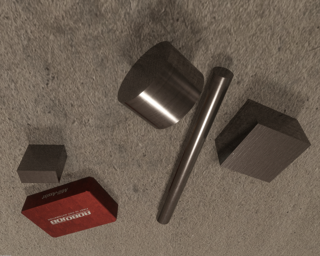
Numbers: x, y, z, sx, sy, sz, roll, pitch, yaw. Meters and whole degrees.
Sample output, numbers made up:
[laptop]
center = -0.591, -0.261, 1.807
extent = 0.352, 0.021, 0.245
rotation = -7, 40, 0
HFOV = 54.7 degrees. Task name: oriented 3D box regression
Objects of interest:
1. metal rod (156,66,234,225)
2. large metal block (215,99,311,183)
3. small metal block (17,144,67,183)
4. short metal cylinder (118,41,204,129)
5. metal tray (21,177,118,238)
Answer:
[metal rod]
center = 0.039, 0.047, 0.447
extent = 0.025, 0.025, 0.298
rotation = 10, 130, -9
[large metal block]
center = 0.131, 0.019, 0.409
extent = 0.080, 0.050, 0.079
rotation = 20, 127, -17
[small metal block]
center = -0.162, 0.049, 0.430
extent = 0.050, 0.050, 0.025
rotation = 1, 130, -1
[short metal cylinder]
center = 0.000, -0.045, 0.333
extent = 0.080, 0.080, 0.050
rotation = -37, 121, 27
[metal tray]
center = -0.148, 0.135, 0.517
extent = 0.130, 0.030, 0.090
rotation = -19, 128, 15
